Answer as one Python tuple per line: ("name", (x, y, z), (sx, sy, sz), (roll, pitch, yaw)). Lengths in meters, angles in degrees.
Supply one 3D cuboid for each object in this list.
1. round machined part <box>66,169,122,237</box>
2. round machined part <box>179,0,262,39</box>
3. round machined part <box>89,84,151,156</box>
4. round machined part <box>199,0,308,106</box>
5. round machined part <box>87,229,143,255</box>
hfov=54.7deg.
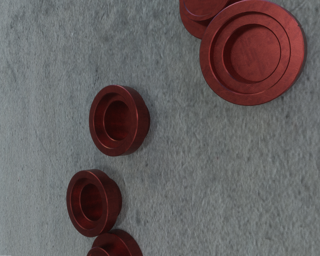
("round machined part", (-0.096, 0.111, 0.470), (0.098, 0.042, 0.097), (0, 90, 39))
("round machined part", (0.060, -0.147, 0.343), (0.098, 0.042, 0.097), (0, 90, 39))
("round machined part", (-0.052, -0.010, 0.435), (0.098, 0.042, 0.097), (0, 90, 39))
("round machined part", (0.093, -0.073, 0.307), (0.098, 0.042, 0.097), (8, 106, 31))
("round machined part", (-0.071, 0.202, 0.450), (0.098, 0.042, 0.097), (0, 90, 39))
